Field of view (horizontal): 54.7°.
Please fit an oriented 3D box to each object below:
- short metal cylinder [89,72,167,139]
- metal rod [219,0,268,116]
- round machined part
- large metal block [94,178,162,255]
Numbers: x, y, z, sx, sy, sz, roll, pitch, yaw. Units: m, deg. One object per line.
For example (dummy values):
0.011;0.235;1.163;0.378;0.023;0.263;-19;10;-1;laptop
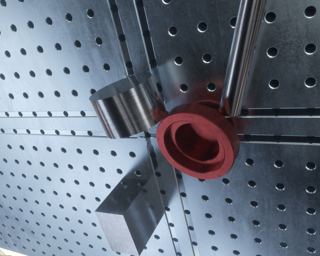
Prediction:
-0.038;-0.029;0.377;0.080;0.080;0.050;-9;114;31;short metal cylinder
0.090;-0.144;0.274;0.025;0.025;0.298;17;125;18;metal rod
0.048;0.012;0.376;0.098;0.042;0.097;18;132;21;round machined part
-0.046;0.136;0.482;0.050;0.080;0.080;-2;118;29;large metal block
